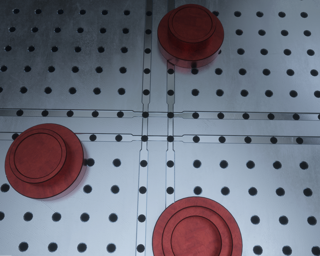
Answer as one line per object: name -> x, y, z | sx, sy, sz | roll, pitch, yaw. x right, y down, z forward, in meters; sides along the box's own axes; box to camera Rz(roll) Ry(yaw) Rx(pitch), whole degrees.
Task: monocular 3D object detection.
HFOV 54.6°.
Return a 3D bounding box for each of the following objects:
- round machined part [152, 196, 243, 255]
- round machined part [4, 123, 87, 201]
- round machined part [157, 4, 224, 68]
round machined part -> 0.040, 0.130, 0.355 | 0.099, 0.042, 0.098 | 0, 70, 0
round machined part -> -0.145, 0.039, 0.388 | 0.099, 0.042, 0.098 | 0, 70, 0
round machined part -> 0.045, -0.141, 0.455 | 0.099, 0.042, 0.098 | 0, 70, 0
